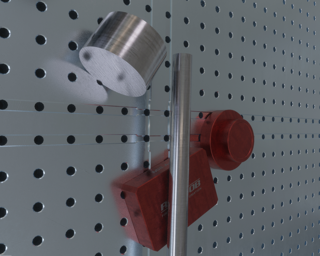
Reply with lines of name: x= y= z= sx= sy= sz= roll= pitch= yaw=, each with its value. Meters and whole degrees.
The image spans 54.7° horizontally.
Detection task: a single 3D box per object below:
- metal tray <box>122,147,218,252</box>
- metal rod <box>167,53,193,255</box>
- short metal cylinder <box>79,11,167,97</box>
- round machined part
metal tray: x=0.020 y=0.091 z=0.422 sx=0.131 sy=0.030 sz=0.089 roll=-26 pitch=106 yaw=-37
metal rod: x=0.024 y=0.057 z=0.389 sx=0.025 sy=0.025 sz=0.298 roll=3 pitch=88 yaw=-40
short metal cylinder: x=-0.040 y=-0.079 z=0.340 sx=0.080 sy=0.080 sz=0.050 roll=42 pitch=65 yaw=-32
round machined part: x=0.113 y=0.019 z=0.493 sx=0.099 sy=0.042 sz=0.097 roll=0 pitch=90 yaw=-40
